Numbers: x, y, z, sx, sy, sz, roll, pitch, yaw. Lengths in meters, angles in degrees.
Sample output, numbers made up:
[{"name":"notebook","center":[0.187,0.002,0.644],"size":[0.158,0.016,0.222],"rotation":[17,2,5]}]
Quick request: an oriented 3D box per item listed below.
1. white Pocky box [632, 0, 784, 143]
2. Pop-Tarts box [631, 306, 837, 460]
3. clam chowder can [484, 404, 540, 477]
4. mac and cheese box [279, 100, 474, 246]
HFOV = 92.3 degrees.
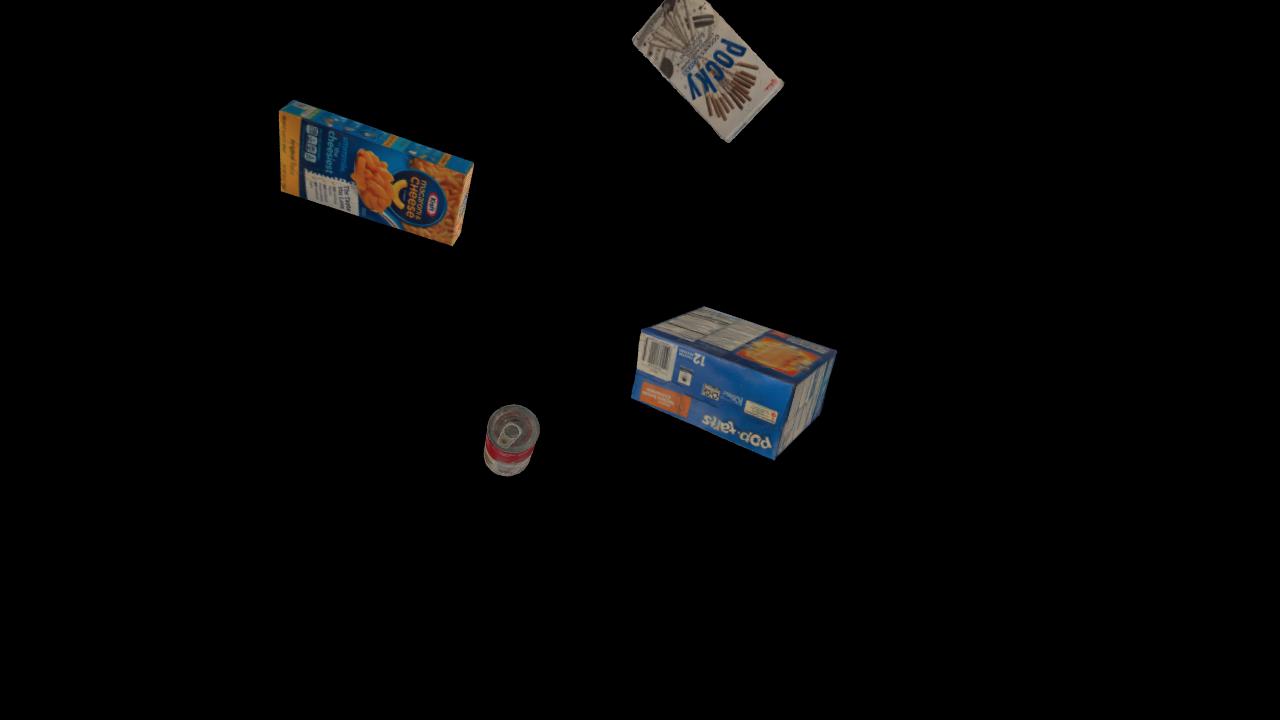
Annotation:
[{"name":"white Pocky box","center":[0.071,-0.319,0.661],"size":[0.084,0.154,0.028],"rotation":[-43,-3,20]},{"name":"Pop-Tarts box","center":[0.100,0.015,0.651],"size":[0.167,0.083,0.141],"rotation":[22,25,27]},{"name":"clam chowder can","center":[-0.175,0.112,0.834],"size":[0.068,0.068,0.102],"rotation":[0,-28,-17]},{"name":"mac and cheese box","center":[-0.278,-0.194,0.653],"size":[0.184,0.093,0.041],"rotation":[16,37,-11]}]
